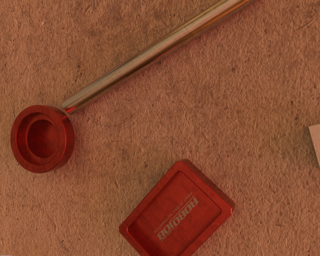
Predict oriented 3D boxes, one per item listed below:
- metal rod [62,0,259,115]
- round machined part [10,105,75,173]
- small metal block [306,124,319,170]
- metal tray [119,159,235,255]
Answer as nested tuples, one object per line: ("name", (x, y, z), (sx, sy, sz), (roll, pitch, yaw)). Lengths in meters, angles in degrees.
("metal rod", (-0.009, -0.098, 0.412), (0.300, 0.025, 0.025), (-28, 81, 17))
("round machined part", (-0.167, 0.016, 0.459), (0.098, 0.042, 0.097), (0, 90, 20))
("small metal block", (0.195, 0.016, 0.340), (0.050, 0.025, 0.050), (-15, 85, 19))
("metal tray", (0.020, 0.116, 0.399), (0.090, 0.030, 0.130), (43, 103, 14))
